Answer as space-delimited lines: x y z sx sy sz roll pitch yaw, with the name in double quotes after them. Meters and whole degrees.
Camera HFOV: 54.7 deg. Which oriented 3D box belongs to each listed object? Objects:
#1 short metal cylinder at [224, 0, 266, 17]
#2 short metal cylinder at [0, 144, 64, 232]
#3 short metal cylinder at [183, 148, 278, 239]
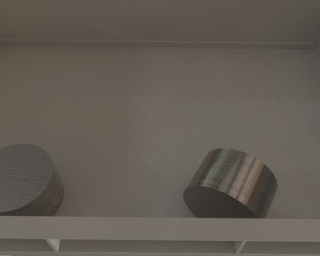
0.172 -0.265 0.616 0.081 0.050 0.080 0 50 0 "short metal cylinder"
-0.150 0.064 0.333 0.081 0.050 0.080 0 50 0 "short metal cylinder"
0.071 0.067 0.315 0.080 0.080 0.050 25 54 19 "short metal cylinder"
